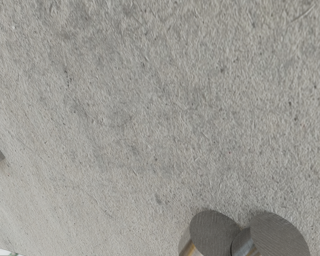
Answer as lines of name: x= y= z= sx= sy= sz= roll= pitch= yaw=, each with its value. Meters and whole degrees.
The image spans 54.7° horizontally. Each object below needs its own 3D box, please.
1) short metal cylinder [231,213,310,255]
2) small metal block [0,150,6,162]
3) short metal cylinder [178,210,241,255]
short metal cylinder: x=0.139 y=0.157 z=0.395 sx=0.080 sy=0.080 sz=0.050 roll=31 pitch=128 yaw=8
small metal block: x=-0.347 y=0.067 z=0.615 sx=0.050 sy=0.050 sz=0.025 roll=-14 pitch=111 yaw=34
short metal cylinder: x=0.071 y=0.165 z=0.436 sx=0.080 sy=0.080 sz=0.050 roll=28 pitch=128 yaw=10
